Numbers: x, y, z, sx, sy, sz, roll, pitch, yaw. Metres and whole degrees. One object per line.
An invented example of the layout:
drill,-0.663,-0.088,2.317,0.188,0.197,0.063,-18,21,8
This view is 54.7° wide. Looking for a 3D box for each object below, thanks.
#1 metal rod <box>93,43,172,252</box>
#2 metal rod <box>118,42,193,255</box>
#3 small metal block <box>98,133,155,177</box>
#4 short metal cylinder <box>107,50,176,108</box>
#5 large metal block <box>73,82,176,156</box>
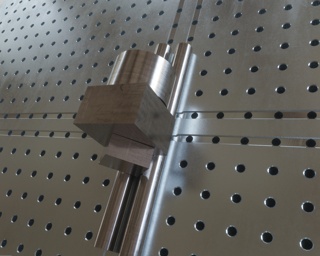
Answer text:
metal rod,-0.029,0.008,0.419,0.025,0.025,0.300,1,62,28
metal rod,0.001,0.012,0.400,0.025,0.025,0.300,1,62,28
small metal block,-0.040,0.033,0.362,0.050,0.050,0.025,20,65,-12
short metal cylinder,-0.024,-0.052,0.389,0.080,0.080,0.050,1,62,28
large metal block,-0.038,-0.008,0.365,0.080,0.080,0.050,0,62,28
